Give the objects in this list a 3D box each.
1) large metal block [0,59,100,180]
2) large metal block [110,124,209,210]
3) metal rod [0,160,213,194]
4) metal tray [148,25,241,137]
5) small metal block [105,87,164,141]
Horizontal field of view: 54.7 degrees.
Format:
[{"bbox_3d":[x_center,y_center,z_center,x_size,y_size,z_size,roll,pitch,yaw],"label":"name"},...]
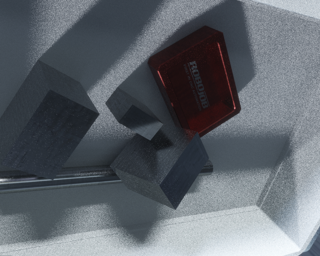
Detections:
[{"bbox_3d":[-0.113,-0.010,0.306,0.050,0.080,0.080,29,102,-38],"label":"large metal block"},{"bbox_3d":[0.001,0.042,0.383,0.080,0.080,0.050,-52,135,-27],"label":"large metal block"},{"bbox_3d":[-0.056,0.062,0.417,0.303,0.025,0.025,0,118,-29],"label":"metal rod"},{"bbox_3d":[0.050,-0.052,0.401,0.090,0.030,0.130,-32,129,-8],"label":"metal tray"},{"bbox_3d":[-0.031,-0.017,0.366,0.050,0.050,0.025,32,100,-39],"label":"small metal block"}]
